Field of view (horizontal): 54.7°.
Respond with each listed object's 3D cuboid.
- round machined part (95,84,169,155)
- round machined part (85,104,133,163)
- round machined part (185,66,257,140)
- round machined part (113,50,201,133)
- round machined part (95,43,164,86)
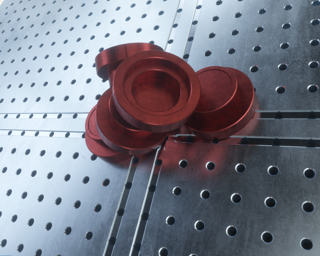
[{"bbox_3d":[-0.032,-0.018,0.393,0.099,0.042,0.098,6,63,-11],"label":"round machined part"},{"bbox_3d":[-0.064,-0.005,0.432,0.098,0.042,0.098,-13,56,20],"label":"round machined part"},{"bbox_3d":[0.066,-0.038,0.385,0.098,0.042,0.098,-13,56,20],"label":"round machined part"},{"bbox_3d":[-0.006,-0.039,0.361,0.099,0.042,0.098,4,65,-8],"label":"round machined part"},{"bbox_3d":[-0.039,-0.080,0.436,0.098,0.098,0.042,-12,83,21],"label":"round machined part"}]
